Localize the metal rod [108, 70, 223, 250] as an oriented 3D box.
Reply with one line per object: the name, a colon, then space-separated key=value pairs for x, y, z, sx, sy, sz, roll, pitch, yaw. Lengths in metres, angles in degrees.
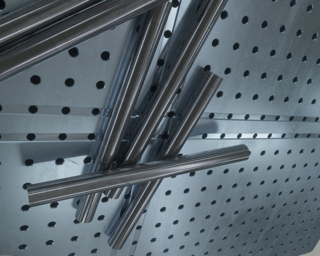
metal rod: x=0.001 y=0.055 z=0.444 sx=0.025 sy=0.025 sz=0.299 roll=19 pitch=109 yaw=-35

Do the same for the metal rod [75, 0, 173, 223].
metal rod: x=-0.051 y=-0.007 z=0.378 sx=0.025 sy=0.025 sz=0.298 roll=9 pitch=114 yaw=-32

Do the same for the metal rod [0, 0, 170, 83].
metal rod: x=-0.111 y=-0.075 z=0.290 sx=0.301 sy=0.025 sz=0.025 roll=-28 pitch=128 yaw=-6

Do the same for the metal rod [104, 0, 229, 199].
metal rod: x=0.002 y=-0.035 z=0.389 sx=0.025 sy=0.025 sz=0.299 roll=18 pitch=109 yaw=-35

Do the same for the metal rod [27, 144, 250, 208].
metal rod: x=-0.010 y=0.056 z=0.405 sx=0.302 sy=0.025 sz=0.025 roll=-8 pitch=122 yaw=-24

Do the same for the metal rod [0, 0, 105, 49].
metal rod: x=-0.088 y=-0.117 z=0.290 sx=0.301 sy=0.025 sz=0.025 roll=-29 pitch=128 yaw=-10
